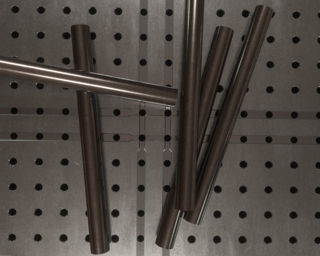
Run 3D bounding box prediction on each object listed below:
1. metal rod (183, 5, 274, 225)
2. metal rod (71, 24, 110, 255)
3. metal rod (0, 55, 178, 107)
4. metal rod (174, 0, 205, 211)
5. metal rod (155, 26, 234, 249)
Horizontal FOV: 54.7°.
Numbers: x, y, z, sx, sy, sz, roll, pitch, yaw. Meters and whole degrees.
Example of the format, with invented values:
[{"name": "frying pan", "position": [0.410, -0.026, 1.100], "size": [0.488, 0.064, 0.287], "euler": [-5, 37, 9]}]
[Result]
[{"name": "metal rod", "position": [0.091, -0.017, 0.414], "size": [0.025, 0.025, 0.298], "euler": [19, 90, -1]}, {"name": "metal rod", "position": [-0.093, 0.015, 0.412], "size": [0.025, 0.025, 0.298], "euler": [-5, 90, -1]}, {"name": "metal rod", "position": [-0.127, -0.064, 0.380], "size": [0.302, 0.025, 0.025], "euler": [9, 90, -10]}, {"name": "metal rod", "position": [0.039, -0.049, 0.397], "size": [0.025, 0.025, 0.298], "euler": [4, 83, -1]}, {"name": "metal rod", "position": [0.046, 0.012, 0.414], "size": [0.025, 0.025, 0.298], "euler": [16, 90, -1]}]
